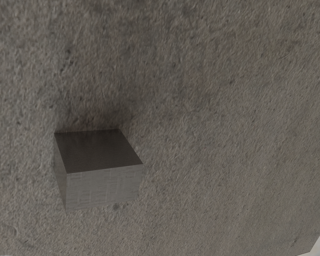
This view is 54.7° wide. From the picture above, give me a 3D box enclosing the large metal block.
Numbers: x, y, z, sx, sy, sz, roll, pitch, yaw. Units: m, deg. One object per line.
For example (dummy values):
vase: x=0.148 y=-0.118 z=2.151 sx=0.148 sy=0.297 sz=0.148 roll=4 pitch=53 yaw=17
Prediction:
large metal block: x=-0.075 y=0.044 z=0.359 sx=0.081 sy=0.080 sz=0.050 roll=-4 pitch=120 yaw=-27
